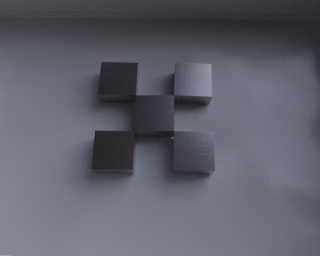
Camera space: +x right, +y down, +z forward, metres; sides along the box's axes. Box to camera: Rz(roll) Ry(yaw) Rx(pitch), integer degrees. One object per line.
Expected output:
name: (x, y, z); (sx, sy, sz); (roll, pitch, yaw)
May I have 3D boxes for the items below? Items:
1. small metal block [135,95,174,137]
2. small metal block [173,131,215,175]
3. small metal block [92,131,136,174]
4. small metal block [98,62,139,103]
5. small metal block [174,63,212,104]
small metal block: (-0.007, -0.016, 0.413); (0.050, 0.025, 0.050); (1, 70, 0)
small metal block: (0.042, 0.032, 0.396); (0.050, 0.025, 0.050); (1, 70, 0)
small metal block: (-0.057, 0.031, 0.396); (0.050, 0.025, 0.050); (1, 70, 0)
small metal block: (-0.056, -0.063, 0.430); (0.050, 0.025, 0.050); (2, 70, 0)
small metal block: (0.045, -0.062, 0.430); (0.050, 0.025, 0.050); (2, 70, 1)
